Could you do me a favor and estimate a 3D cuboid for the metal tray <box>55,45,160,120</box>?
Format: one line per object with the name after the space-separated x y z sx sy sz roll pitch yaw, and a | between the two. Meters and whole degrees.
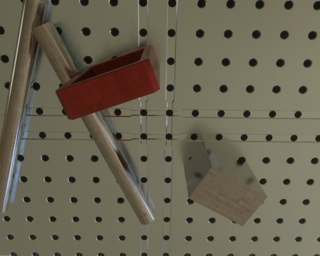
-0.048 -0.055 0.337 0.090 0.130 0.030 -18 109 6 | metal tray

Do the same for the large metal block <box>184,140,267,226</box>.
0.082 0.070 0.411 0.080 0.080 0.050 29 107 -11 | large metal block

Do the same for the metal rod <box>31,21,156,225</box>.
-0.076 0.009 0.407 0.025 0.025 0.299 -22 112 8 | metal rod

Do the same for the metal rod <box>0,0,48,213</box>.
-0.189 -0.016 0.405 0.025 0.025 0.298 17 109 -6 | metal rod
